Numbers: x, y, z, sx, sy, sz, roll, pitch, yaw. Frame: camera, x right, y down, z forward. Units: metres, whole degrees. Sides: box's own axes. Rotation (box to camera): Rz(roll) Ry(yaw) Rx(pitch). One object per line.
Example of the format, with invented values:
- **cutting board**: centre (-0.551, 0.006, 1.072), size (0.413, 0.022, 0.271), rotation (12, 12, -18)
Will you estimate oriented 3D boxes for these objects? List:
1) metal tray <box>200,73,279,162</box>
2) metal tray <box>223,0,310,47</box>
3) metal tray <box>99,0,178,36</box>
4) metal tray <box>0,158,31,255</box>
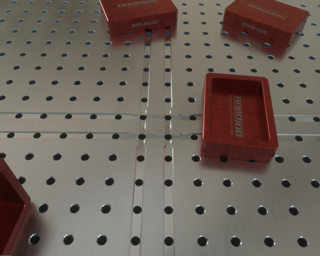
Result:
- **metal tray**: centre (0.104, -0.019, 0.421), size (0.091, 0.030, 0.130), rotation (5, 50, 4)
- **metal tray**: centre (0.197, -0.207, 0.581), size (0.130, 0.030, 0.090), rotation (31, 56, 23)
- **metal tray**: centre (-0.042, -0.223, 0.591), size (0.131, 0.030, 0.090), rotation (-14, 52, -12)
- **metal tray**: centre (-0.169, 0.101, 0.278), size (0.030, 0.089, 0.130), rotation (7, 50, 5)
